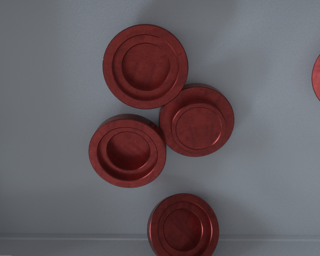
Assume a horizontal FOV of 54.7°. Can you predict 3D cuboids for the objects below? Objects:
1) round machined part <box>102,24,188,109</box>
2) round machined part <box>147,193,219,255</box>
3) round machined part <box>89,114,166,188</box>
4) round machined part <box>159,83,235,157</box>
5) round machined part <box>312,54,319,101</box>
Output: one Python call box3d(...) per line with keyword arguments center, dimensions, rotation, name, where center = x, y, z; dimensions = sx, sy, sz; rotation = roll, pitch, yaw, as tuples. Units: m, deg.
box3d(center=(-0.017, -0.075, 0.374), dimensions=(0.099, 0.042, 0.097), rotation=(0, 110, -1), name="round machined part")
box3d(center=(0.030, 0.144, 0.439), dimensions=(0.099, 0.042, 0.098), rotation=(4, 72, -12), name="round machined part")
box3d(center=(-0.041, 0.027, 0.410), dimensions=(0.099, 0.042, 0.097), rotation=(1, 111, 2), name="round machined part")
box3d(center=(0.048, -0.006, 0.401), dimensions=(0.099, 0.042, 0.097), rotation=(0, 110, -1), name="round machined part")
box3d(center=(0.237, -0.061, 0.366), dimensions=(0.098, 0.042, 0.097), rotation=(2, 94, 36), name="round machined part")
